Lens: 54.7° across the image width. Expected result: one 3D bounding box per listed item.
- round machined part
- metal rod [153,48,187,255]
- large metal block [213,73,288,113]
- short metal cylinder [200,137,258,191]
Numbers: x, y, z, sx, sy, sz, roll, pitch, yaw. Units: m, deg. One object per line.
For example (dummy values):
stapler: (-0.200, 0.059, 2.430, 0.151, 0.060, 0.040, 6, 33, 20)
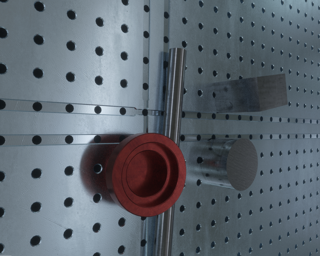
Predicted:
round machined part: (-0.020, 0.054, 0.377, 0.099, 0.042, 0.097, 0, 89, -31)
metal rod: (0.013, 0.041, 0.422, 0.025, 0.025, 0.298, 8, 85, -40)
large metal block: (0.145, -0.055, 0.498, 0.081, 0.080, 0.050, -13, 99, -40)
short metal cylinder: (0.110, 0.055, 0.488, 0.081, 0.050, 0.079, 0, 90, -40)
